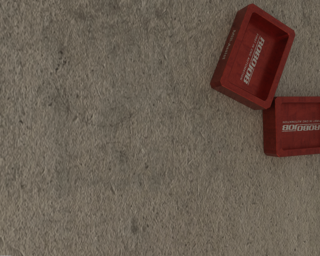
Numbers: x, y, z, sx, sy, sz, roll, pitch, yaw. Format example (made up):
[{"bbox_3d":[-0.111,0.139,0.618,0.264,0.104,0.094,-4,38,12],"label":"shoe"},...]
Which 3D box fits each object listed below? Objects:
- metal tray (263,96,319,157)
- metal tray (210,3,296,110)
[{"bbox_3d":[0.226,-0.004,0.489,0.131,0.030,0.089,-2,91,-20],"label":"metal tray"},{"bbox_3d":[0.138,-0.102,0.456,0.090,0.030,0.130,24,82,-19],"label":"metal tray"}]
